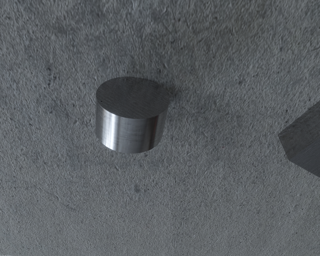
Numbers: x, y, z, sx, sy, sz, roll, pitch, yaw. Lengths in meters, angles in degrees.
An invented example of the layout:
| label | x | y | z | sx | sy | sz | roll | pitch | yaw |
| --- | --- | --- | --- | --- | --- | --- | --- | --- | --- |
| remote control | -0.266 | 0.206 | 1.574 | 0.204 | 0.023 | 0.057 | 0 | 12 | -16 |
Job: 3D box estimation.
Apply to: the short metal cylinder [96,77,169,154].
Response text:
| label | x | y | z | sx | sy | sz | roll | pitch | yaw |
| --- | --- | --- | --- | --- | --- | --- | --- | --- | --- |
| short metal cylinder | -0.033 | -0.017 | 0.357 | 0.081 | 0.080 | 0.050 | 6 | 130 | -6 |

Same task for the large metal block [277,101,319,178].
| label | x | y | z | sx | sy | sz | roll | pitch | yaw |
| --- | --- | --- | --- | --- | --- | --- | --- | --- | --- |
| large metal block | 0.220 | 0.017 | 0.408 | 0.080 | 0.050 | 0.080 | 27 | 125 | -21 |
